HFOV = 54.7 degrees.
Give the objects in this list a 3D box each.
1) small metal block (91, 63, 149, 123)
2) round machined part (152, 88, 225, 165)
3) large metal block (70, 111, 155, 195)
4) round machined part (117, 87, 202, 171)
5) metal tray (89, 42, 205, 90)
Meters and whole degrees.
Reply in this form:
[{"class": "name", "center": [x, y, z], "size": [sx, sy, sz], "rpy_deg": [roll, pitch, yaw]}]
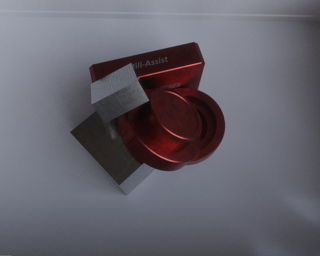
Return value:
[{"class": "small metal block", "center": [-0.043, -0.038, 0.323], "size": [0.050, 0.025, 0.050], "rpy_deg": [-27, 33, 3]}, {"class": "round machined part", "center": [0.031, 0.001, 0.400], "size": [0.099, 0.042, 0.098], "rpy_deg": [0, 70, -1]}, {"class": "large metal block", "center": [-0.051, 0.029, 0.368], "size": [0.050, 0.080, 0.080], "rpy_deg": [-42, 76, -14]}, {"class": "round machined part", "center": [0.007, -0.005, 0.340], "size": [0.099, 0.042, 0.098], "rpy_deg": [24, 43, -24]}, {"class": "metal tray", "center": [-0.015, -0.059, 0.394], "size": [0.131, 0.090, 0.030], "rpy_deg": [-14, 72, -6]}]
